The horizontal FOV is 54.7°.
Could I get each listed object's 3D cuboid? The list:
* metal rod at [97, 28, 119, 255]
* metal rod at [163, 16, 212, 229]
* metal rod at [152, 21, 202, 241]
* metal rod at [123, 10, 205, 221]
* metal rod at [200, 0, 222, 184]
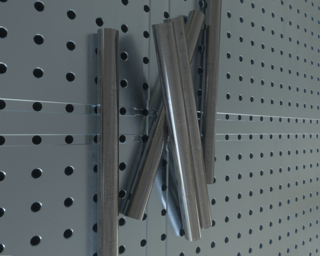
[{"bbox_3d":[-0.060,0.037,0.360,0.025,0.025,0.298,0,90,-40],"label":"metal rod"},{"bbox_3d":[0.041,0.006,0.420,0.025,0.025,0.298,-26,114,-37],"label":"metal rod"},{"bbox_3d":[0.026,0.019,0.403,0.025,0.025,0.298,-25,115,-37],"label":"metal rod"},{"bbox_3d":[0.010,-0.027,0.419,0.025,0.025,0.299,29,72,-37],"label":"metal rod"},{"bbox_3d":[0.076,-0.065,0.475,0.025,0.025,0.298,5,87,-40],"label":"metal rod"}]
